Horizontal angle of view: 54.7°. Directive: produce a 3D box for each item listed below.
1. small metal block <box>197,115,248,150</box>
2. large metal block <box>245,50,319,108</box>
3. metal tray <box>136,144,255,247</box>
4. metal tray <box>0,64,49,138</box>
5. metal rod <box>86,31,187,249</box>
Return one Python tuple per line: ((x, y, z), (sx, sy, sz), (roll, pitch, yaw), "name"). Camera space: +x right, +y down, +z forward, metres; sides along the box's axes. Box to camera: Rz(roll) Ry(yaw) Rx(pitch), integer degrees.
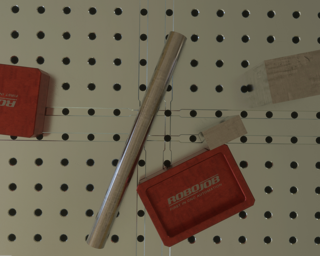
((0.079, 0.005, 0.402), (0.050, 0.050, 0.025), (-25, 90, 0), "small metal block")
((0.161, -0.059, 0.388), (0.080, 0.080, 0.050), (-11, 90, 0), "large metal block")
((0.046, 0.086, 0.411), (0.131, 0.030, 0.090), (-27, 90, -1), "metal tray")
((-0.221, -0.039, 0.408), (0.131, 0.030, 0.089), (7, 90, -1), "metal tray")
((-0.031, 0.015, 0.412), (0.025, 0.025, 0.299), (22, 90, -1), "metal rod")
